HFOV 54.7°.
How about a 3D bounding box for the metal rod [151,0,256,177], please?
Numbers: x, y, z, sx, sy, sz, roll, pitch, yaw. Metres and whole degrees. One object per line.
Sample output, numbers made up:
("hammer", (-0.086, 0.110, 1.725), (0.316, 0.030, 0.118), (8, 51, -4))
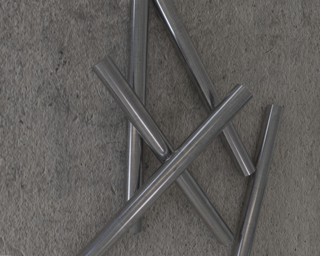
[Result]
("metal rod", (0.059, -0.065, 0.430), (0.025, 0.025, 0.299), (-32, 101, -17))

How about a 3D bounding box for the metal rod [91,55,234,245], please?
("metal rod", (0.014, 0.042, 0.394), (0.025, 0.025, 0.299), (-40, 110, -15))

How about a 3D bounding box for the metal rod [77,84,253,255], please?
("metal rod", (-0.002, 0.066, 0.369), (0.025, 0.025, 0.300), (43, 91, -15))

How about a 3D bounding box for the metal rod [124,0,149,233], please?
("metal rod", (-0.030, -0.019, 0.397), (0.025, 0.025, 0.298), (2, 89, -20))

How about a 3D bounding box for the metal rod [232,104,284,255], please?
("metal rod", (0.138, 0.111, 0.459), (0.025, 0.025, 0.299), (17, 84, -19))
